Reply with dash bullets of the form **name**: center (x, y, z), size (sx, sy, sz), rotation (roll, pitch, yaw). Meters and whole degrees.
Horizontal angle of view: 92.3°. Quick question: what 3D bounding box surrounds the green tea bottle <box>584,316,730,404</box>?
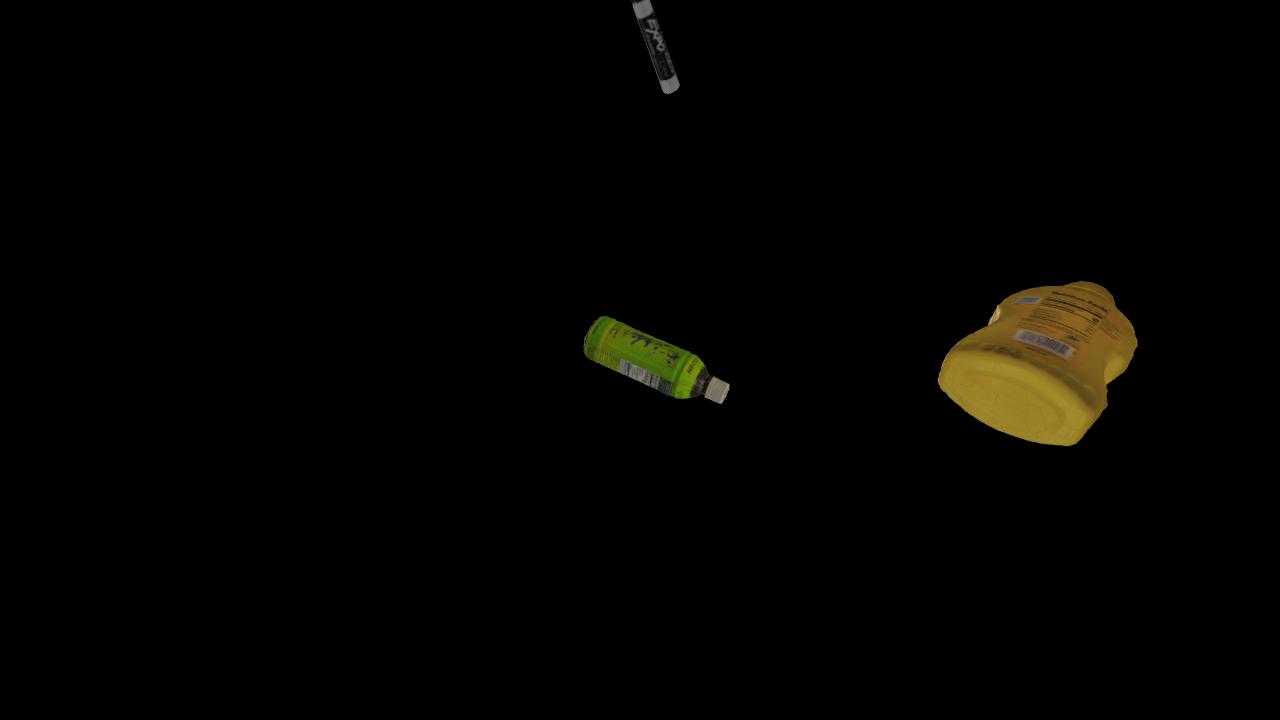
- **green tea bottle**: center (0.025, 0.007, 0.871), size (0.212, 0.073, 0.073), rotation (26, 8, 16)

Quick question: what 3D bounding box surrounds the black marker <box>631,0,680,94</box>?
- **black marker**: center (0.011, -0.314, 0.588), size (0.020, 0.020, 0.121), rotation (0, -35, 26)

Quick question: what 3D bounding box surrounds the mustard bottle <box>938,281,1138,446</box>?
- **mustard bottle**: center (0.294, -0.013, 0.437), size (0.092, 0.054, 0.184), rotation (26, 43, 38)
